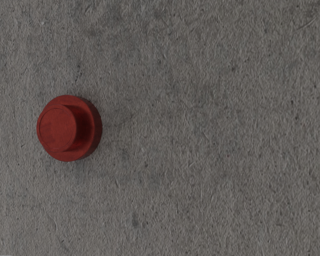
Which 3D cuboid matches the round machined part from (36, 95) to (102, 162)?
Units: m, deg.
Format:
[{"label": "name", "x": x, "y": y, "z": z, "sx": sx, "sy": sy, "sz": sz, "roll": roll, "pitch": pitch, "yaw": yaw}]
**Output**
[{"label": "round machined part", "x": -0.137, "y": 0.001, "z": 0.448, "sx": 0.098, "sy": 0.042, "sz": 0.097, "roll": 0, "pitch": 90, "yaw": 20}]
